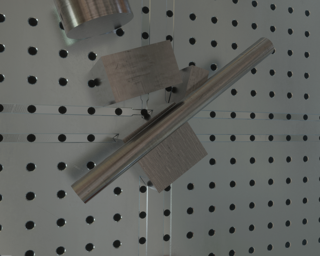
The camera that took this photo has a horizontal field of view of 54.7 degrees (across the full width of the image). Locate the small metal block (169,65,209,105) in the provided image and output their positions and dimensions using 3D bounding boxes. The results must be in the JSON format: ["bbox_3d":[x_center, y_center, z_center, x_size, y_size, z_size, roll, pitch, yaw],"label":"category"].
[{"bbox_3d":[0.037,-0.052,0.413,0.025,0.050,0.050,15,85,-20],"label":"small metal block"}]

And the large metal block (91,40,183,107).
[{"bbox_3d":[-0.031,-0.063,0.372,0.081,0.080,0.050,-19,97,-19],"label":"large metal block"}]

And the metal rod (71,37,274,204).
[{"bbox_3d":[0.027,-0.019,0.369,0.301,0.025,0.025,-38,103,-16],"label":"metal rod"}]

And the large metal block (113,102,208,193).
[{"bbox_3d":[0.000,0.023,0.399,0.080,0.050,0.080,-36,102,-16],"label":"large metal block"}]

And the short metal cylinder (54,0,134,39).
[{"bbox_3d":[-0.076,-0.141,0.355,0.081,0.080,0.050,-21,97,-19],"label":"short metal cylinder"}]
